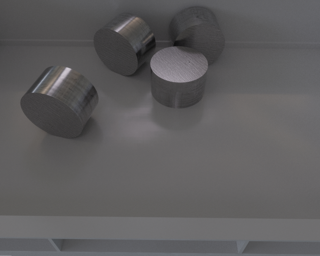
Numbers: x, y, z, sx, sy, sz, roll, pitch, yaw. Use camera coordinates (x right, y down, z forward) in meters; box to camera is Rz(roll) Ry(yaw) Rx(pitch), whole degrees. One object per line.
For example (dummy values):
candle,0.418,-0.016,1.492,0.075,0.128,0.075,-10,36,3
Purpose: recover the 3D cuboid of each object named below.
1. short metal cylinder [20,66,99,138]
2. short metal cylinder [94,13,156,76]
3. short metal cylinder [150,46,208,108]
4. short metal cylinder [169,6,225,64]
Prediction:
short metal cylinder,-0.126,-0.032,0.395,0.080,0.080,0.050,12,51,10
short metal cylinder,-0.054,-0.128,0.477,0.080,0.080,0.050,24,54,19
short metal cylinder,0.027,-0.075,0.451,0.080,0.050,0.080,0,50,0
short metal cylinder,0.057,-0.142,0.489,0.081,0.080,0.050,-5,50,-5
